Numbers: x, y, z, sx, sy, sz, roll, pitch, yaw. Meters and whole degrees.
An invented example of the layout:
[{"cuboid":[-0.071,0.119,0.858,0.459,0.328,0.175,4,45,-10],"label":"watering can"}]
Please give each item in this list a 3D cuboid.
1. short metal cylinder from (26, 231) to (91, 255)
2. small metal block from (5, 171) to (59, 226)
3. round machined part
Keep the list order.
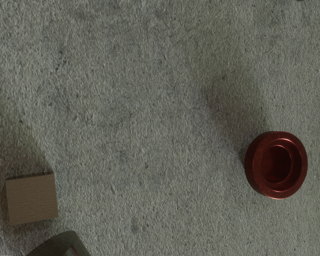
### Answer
[{"cuboid":[-0.114,0.159,0.338,0.080,0.080,0.050,-32,101,-17],"label":"short metal cylinder"},{"cuboid":[-0.146,0.079,0.356,0.050,0.025,0.050,-6,92,-20],"label":"small metal block"},{"cuboid":[0.167,0.053,0.462,0.099,0.042,0.097,0,90,-20],"label":"round machined part"}]
